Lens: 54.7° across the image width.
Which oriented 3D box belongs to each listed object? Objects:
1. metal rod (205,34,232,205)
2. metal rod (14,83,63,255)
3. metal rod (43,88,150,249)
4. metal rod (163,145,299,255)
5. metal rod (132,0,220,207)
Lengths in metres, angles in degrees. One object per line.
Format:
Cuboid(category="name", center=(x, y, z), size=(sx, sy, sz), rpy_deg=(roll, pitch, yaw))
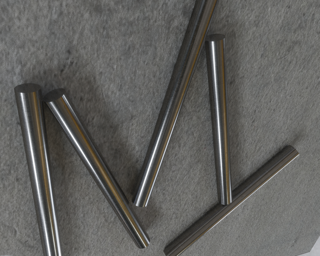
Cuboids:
Cuboid(category="metal rod", center=(0.091, 0.008, 0.464), size=(0.025, 0.025, 0.298), rpy_deg=(-23, 127, -15))
Cuboid(category="metal rod", center=(-0.143, 0.089, 0.384), size=(0.025, 0.025, 0.298), rpy_deg=(-10, 123, -24))
Cuboid(category="metal rod", center=(-0.070, 0.076, 0.416), size=(0.025, 0.025, 0.299), rpy_deg=(-29, 129, -10))
Cuboid(category="metal rod", center=(0.130, 0.136, 0.564), size=(0.300, 0.025, 0.025), rpy_deg=(-39, 130, -2))
Cuboid(category="metal rod", center=(0.013, -0.022, 0.402), size=(0.025, 0.025, 0.298), rpy_deg=(4, 117, -31))
